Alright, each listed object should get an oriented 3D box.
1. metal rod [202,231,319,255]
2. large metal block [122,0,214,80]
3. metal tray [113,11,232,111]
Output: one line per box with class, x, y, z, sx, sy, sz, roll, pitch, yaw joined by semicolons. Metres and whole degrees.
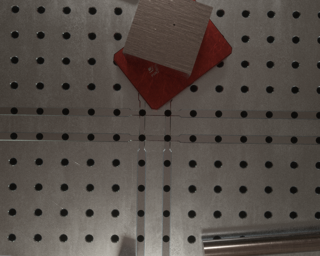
metal rod;0.209;0.152;0.416;0.302;0.025;0.025;-4;90;-1
large metal block;0.009;-0.110;0.370;0.080;0.050;0.080;18;90;-1
metal tray;0.017;-0.095;0.411;0.130;0.030;0.090;-37;90;-1
